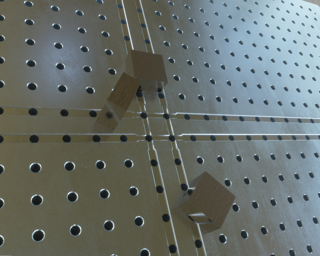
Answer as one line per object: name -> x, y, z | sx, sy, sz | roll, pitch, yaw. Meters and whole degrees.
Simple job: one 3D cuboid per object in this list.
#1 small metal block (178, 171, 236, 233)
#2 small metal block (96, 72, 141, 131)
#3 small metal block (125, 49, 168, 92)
small metal block -> 0.059, 0.091, 0.384 | 0.050, 0.025, 0.050 | 41, 51, -1
small metal block -> -0.052, -0.032, 0.384 | 0.025, 0.050, 0.050 | 29, 52, -10
small metal block -> -0.020, -0.082, 0.447 | 0.050, 0.025, 0.050 | 4, 60, -26
